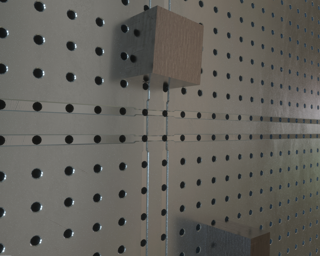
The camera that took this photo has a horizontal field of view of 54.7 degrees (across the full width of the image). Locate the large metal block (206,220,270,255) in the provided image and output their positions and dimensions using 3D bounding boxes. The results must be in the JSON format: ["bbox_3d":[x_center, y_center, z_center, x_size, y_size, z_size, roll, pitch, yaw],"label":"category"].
[{"bbox_3d":[0.119,0.194,0.476,0.050,0.080,0.079,2,89,-40],"label":"large metal block"}]

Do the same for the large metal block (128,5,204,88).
[{"bbox_3d":[0.009,-0.100,0.402,0.081,0.050,0.080,7,86,-40],"label":"large metal block"}]
